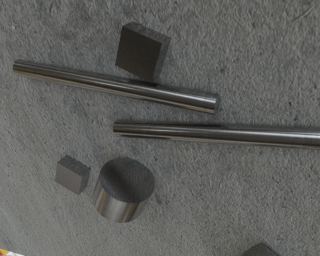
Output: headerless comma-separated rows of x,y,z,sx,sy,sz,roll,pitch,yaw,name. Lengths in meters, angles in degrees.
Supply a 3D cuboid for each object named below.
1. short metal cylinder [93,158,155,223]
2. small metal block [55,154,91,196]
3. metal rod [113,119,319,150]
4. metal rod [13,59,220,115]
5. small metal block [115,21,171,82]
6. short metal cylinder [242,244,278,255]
-0.054,0.091,0.456,0.080,0.080,0.050,31,128,8,short metal cylinder
-0.152,0.082,0.537,0.050,0.025,0.050,28,128,10,small metal block
0.075,0.007,0.371,0.301,0.025,0.025,3,120,26,metal rod
-0.071,-0.058,0.408,0.301,0.025,0.025,13,124,21,metal rod
-0.021,-0.089,0.363,0.050,0.025,0.050,27,128,11,small metal block
0.141,0.211,0.427,0.050,0.080,0.080,39,129,2,short metal cylinder
